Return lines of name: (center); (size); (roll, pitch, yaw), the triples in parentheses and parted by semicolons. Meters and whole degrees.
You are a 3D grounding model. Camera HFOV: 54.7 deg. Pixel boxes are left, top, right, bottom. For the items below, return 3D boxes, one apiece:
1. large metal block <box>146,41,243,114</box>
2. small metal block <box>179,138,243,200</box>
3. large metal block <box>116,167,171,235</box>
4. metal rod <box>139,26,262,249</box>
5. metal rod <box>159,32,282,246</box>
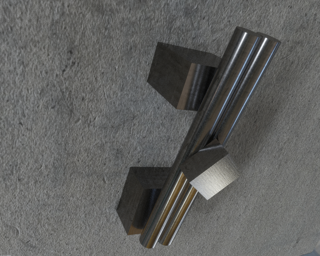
large metal block: (0.042, -0.058, 0.360); (0.081, 0.080, 0.050); (3, 117, -30)
small metal block: (0.057, 0.047, 0.342); (0.050, 0.025, 0.050); (-38, 135, 4)
large metal block: (-0.009, 0.104, 0.451); (0.081, 0.050, 0.079); (5, 116, -31)
metal rod: (0.032, 0.034, 0.352); (0.025, 0.025, 0.298); (3, 124, -30)
metal rod: (0.055, 0.035, 0.365); (0.025, 0.025, 0.298); (3, 124, -30)
